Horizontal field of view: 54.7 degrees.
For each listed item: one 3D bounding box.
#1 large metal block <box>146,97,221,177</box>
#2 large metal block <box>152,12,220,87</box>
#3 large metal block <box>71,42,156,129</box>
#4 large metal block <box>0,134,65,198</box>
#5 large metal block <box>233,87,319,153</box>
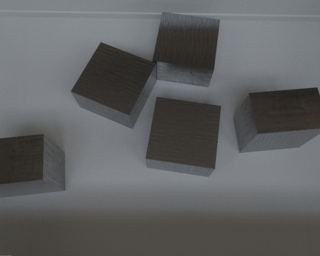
[{"bbox_3d":[0.029,0.012,0.392,0.080,0.050,0.080,8,70,2],"label":"large metal block"},{"bbox_3d":[0.036,-0.110,0.437,0.080,0.050,0.080,9,70,3],"label":"large metal block"},{"bbox_3d":[-0.058,-0.056,0.416,0.080,0.050,0.080,23,71,7],"label":"large metal block"},{"bbox_3d":[-0.163,0.047,0.361,0.081,0.080,0.050,-6,70,-3],"label":"large metal block"},{"bbox_3d":[0.144,-0.007,0.385,0.081,0.080,0.050,-5,70,-2],"label":"large metal block"}]
